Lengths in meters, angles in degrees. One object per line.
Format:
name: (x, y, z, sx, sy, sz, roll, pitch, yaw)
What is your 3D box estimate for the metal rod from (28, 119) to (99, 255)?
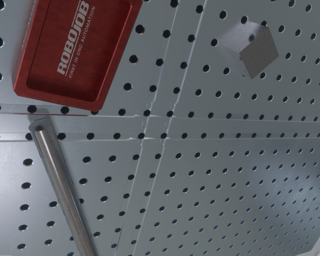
metal rod: (-0.116, 0.119, 0.421, 0.025, 0.025, 0.298, -19, 126, -17)

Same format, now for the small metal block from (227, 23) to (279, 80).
small metal block: (0.126, -0.103, 0.417, 0.050, 0.025, 0.050, -41, 130, 0)

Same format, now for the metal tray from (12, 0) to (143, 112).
metal tray: (-0.083, -0.086, 0.308, 0.091, 0.030, 0.129, 12, 112, -34)
